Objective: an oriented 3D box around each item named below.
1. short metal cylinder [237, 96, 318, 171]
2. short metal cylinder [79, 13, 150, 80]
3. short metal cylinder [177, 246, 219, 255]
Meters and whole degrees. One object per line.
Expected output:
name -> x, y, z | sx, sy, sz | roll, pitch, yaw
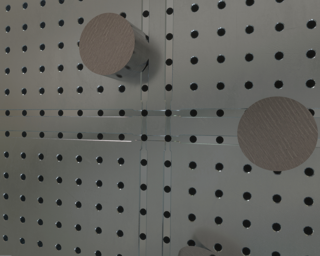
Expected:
short metal cylinder -> 0.132, 0.006, 0.353 | 0.080, 0.050, 0.079 | 0, 90, 19
short metal cylinder -> -0.061, -0.108, 0.420 | 0.080, 0.050, 0.079 | 0, 90, 19
short metal cylinder -> 0.050, 0.186, 0.365 | 0.080, 0.080, 0.050 | 24, 98, 18
